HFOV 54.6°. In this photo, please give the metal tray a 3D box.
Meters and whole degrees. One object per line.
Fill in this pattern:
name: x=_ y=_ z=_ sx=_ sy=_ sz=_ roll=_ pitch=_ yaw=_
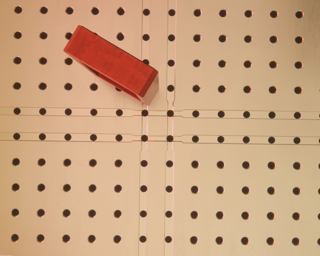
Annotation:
metal tray: x=-0.047 y=-0.065 z=0.361 sx=0.090 sy=0.130 sz=0.030 roll=30 pitch=90 yaw=0
